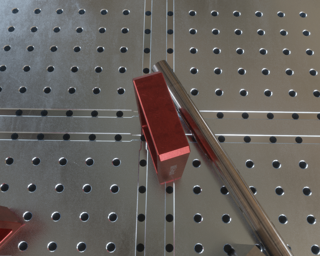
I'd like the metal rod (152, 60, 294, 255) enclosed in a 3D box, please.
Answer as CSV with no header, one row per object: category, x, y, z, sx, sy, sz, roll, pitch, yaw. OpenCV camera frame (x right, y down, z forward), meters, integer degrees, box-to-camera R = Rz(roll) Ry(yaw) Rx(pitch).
metal rod,0.072,0.034,0.399,0.025,0.025,0.299,-28,73,-10

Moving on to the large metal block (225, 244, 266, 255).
large metal block,0.102,0.170,0.321,0.050,0.080,0.080,-42,76,-14

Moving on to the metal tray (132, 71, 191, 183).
metal tray,0.000,0.006,0.354,0.030,0.130,0.090,-17,71,-6

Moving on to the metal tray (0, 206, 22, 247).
metal tray,-0.222,0.138,0.324,0.030,0.090,0.130,41,75,13
